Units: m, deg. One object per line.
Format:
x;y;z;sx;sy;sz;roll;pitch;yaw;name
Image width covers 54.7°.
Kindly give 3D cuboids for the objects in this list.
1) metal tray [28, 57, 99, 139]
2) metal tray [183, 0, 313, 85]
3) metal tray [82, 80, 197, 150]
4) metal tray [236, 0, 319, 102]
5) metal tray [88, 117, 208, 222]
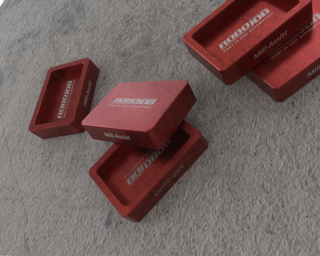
-0.157;-0.050;0.513;0.090;0.030;0.130;-8;58;23;metal tray
0.105;-0.123;0.381;0.130;0.030;0.090;-39;51;2;metal tray
-0.029;-0.021;0.399;0.130;0.030;0.090;6;48;42;metal tray
0.165;-0.102;0.376;0.130;0.030;0.090;-37;51;3;metal tray
-0.016;0.038;0.385;0.130;0.030;0.090;-47;51;-5;metal tray
